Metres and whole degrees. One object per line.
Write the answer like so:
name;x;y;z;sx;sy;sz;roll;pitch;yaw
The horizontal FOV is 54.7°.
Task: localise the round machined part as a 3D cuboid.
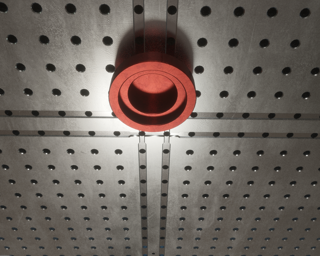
round machined part;-0.008;-0.045;0.362;0.099;0.042;0.097;-1;130;0
